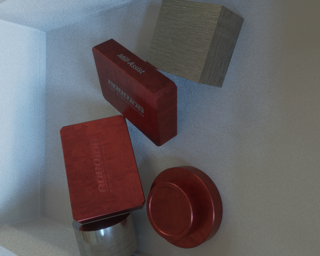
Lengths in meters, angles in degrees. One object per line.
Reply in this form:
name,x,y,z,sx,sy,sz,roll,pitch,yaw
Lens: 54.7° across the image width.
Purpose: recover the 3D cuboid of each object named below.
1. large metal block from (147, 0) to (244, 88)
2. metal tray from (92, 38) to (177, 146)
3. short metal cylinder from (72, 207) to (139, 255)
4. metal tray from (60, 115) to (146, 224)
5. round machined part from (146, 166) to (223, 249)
large metal block,0.038,-0.098,0.358,0.080,0.050,0.079,26,106,36
metal tray,-0.032,-0.046,0.397,0.130,0.030,0.089,40,151,32
short metal cylinder,-0.073,0.141,0.422,0.080,0.081,0.050,-1,104,39
metal tray,-0.078,0.053,0.418,0.030,0.091,0.130,99,157,-66
round machined part,0.022,0.097,0.376,0.098,0.042,0.097,0,90,39
